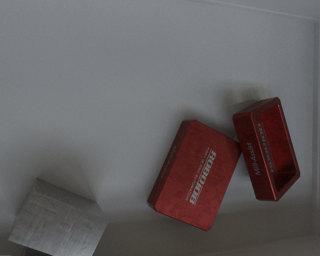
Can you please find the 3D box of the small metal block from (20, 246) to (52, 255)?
[{"bbox_3d":[-0.132,0.155,0.349,0.050,0.050,0.025,26,81,-19],"label":"small metal block"}]

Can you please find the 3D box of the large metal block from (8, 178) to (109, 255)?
[{"bbox_3d":[-0.111,0.100,0.341,0.080,0.080,0.050,29,81,-18],"label":"large metal block"}]

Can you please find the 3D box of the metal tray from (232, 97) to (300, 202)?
[{"bbox_3d":[0.157,0.028,0.450,0.091,0.030,0.129,-24,99,-42],"label":"metal tray"}]

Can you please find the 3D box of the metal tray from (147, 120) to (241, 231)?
[{"bbox_3d":[0.050,0.064,0.428,0.090,0.030,0.130,27,81,-19],"label":"metal tray"}]
